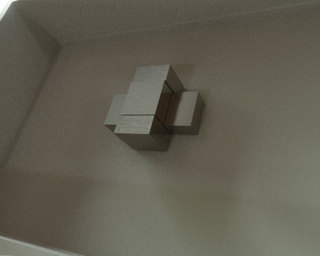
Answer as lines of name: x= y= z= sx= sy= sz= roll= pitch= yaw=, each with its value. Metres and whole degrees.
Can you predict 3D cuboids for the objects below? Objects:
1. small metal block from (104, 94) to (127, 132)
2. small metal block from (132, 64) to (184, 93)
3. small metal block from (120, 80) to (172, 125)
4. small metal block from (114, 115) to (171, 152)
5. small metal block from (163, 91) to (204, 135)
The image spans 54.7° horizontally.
small metal block: x=-0.045 y=-0.021 z=0.439 sx=0.050 sy=0.025 sz=0.050 roll=1 pitch=62 yaw=28
small metal block: x=-0.001 y=-0.059 z=0.424 sx=0.050 sy=0.050 sz=0.025 roll=1 pitch=62 yaw=28
small metal block: x=-0.017 y=-0.032 z=0.399 sx=0.050 sy=0.025 sz=0.050 roll=1 pitch=62 yaw=28
small metal block: x=-0.021 y=0.007 z=0.393 sx=0.050 sy=0.050 sz=0.025 roll=1 pitch=62 yaw=28
small metal block: x=0.026 y=-0.019 z=0.402 sx=0.050 sy=0.025 sz=0.050 roll=1 pitch=62 yaw=28
